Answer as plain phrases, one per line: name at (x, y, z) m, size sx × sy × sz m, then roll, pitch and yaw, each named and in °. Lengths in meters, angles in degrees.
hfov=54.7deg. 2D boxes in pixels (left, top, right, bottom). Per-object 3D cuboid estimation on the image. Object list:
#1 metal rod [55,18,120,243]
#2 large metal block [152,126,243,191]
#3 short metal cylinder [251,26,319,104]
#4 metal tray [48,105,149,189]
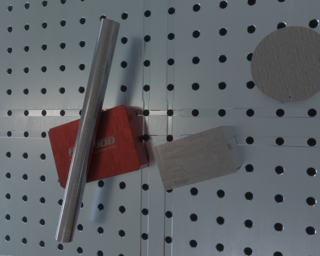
metal rod at (-0.098, 0.007, 0.414) m, size 0.025 × 0.025 × 0.298 m, roll 15°, pitch 95°, yaw 19°
large metal block at (0.048, 0.033, 0.366) m, size 0.080 × 0.080 × 0.050 m, roll -18°, pitch 84°, yaw 19°
short metal cylinder at (0.145, -0.067, 0.348) m, size 0.080 × 0.050 × 0.079 m, roll 0°, pitch 90°, yaw 20°
metal tray at (-0.090, 0.028, 0.441) m, size 0.130 × 0.030 × 0.090 m, roll -17°, pitch 85°, yaw 19°
